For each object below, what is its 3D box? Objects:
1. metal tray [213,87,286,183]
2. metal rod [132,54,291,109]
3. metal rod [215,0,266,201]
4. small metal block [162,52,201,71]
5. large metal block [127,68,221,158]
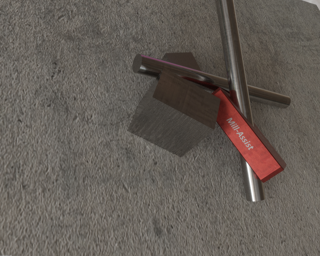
[{"bbox_3d":[0.118,0.009,0.427,0.130,0.030,0.090,56,19,16],"label":"metal tray"},{"bbox_3d":[0.097,-0.065,0.476,0.302,0.025,0.025,8,58,-32],"label":"metal rod"},{"bbox_3d":[0.109,-0.051,0.429,0.025,0.025,0.298,-6,86,-31],"label":"metal rod"},{"bbox_3d":[0.034,-0.089,0.478,0.050,0.025,0.050,-11,68,-33],"label":"small metal block"},{"bbox_3d":[0.016,-0.016,0.389,0.080,0.080,0.050,27,52,-12],"label":"large metal block"}]
